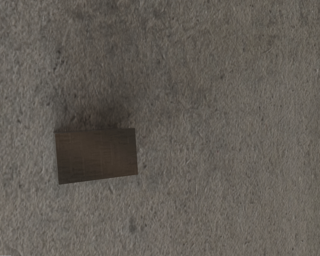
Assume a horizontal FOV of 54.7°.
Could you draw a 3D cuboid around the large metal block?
[{"bbox_3d":[-0.076,0.027,0.352,0.081,0.080,0.050,-4,92,-20],"label":"large metal block"}]
